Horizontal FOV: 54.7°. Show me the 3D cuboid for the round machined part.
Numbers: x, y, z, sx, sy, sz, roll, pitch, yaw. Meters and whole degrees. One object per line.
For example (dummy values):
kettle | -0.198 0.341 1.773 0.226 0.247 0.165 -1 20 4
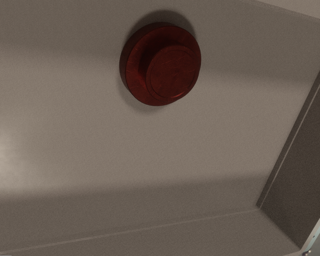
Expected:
round machined part | 0.006 -0.069 0.360 0.099 0.042 0.097 -14 125 -21
